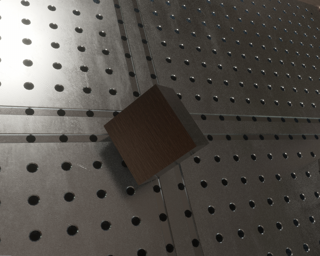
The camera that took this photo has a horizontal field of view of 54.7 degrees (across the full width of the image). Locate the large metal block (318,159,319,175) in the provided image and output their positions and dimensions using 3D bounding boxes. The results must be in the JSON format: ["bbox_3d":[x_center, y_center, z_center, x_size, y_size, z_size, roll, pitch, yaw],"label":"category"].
[{"bbox_3d":[0.309,0.078,0.495,0.050,0.080,0.080,24,53,-15],"label":"large metal block"}]

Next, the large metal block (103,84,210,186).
[{"bbox_3d":[-0.004,0.008,0.358,0.080,0.080,0.050,58,20,13],"label":"large metal block"}]
